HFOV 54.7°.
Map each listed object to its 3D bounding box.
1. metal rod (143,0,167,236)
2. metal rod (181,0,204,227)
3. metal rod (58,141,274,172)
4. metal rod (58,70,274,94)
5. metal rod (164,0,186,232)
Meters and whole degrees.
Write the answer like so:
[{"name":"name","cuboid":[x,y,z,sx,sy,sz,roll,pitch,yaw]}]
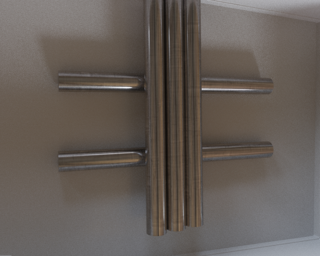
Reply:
[{"name":"metal rod","cuboid":[-0.006,-0.021,0.379,0.025,0.025,0.298,-1,90,-20]},{"name":"metal rod","cuboid":[0.041,-0.026,0.397,0.025,0.025,0.298,-1,90,-20]},{"name":"metal rod","cuboid":[0.022,0.036,0.417,0.303,0.025,0.025,-1,91,-20]},{"name":"metal rod","cuboid":[0.022,-0.059,0.417,0.303,0.025,0.025,-2,91,-20]},{"name":"metal rod","cuboid":[0.018,-0.023,0.388,0.025,0.025,0.298,-1,90,-20]}]
